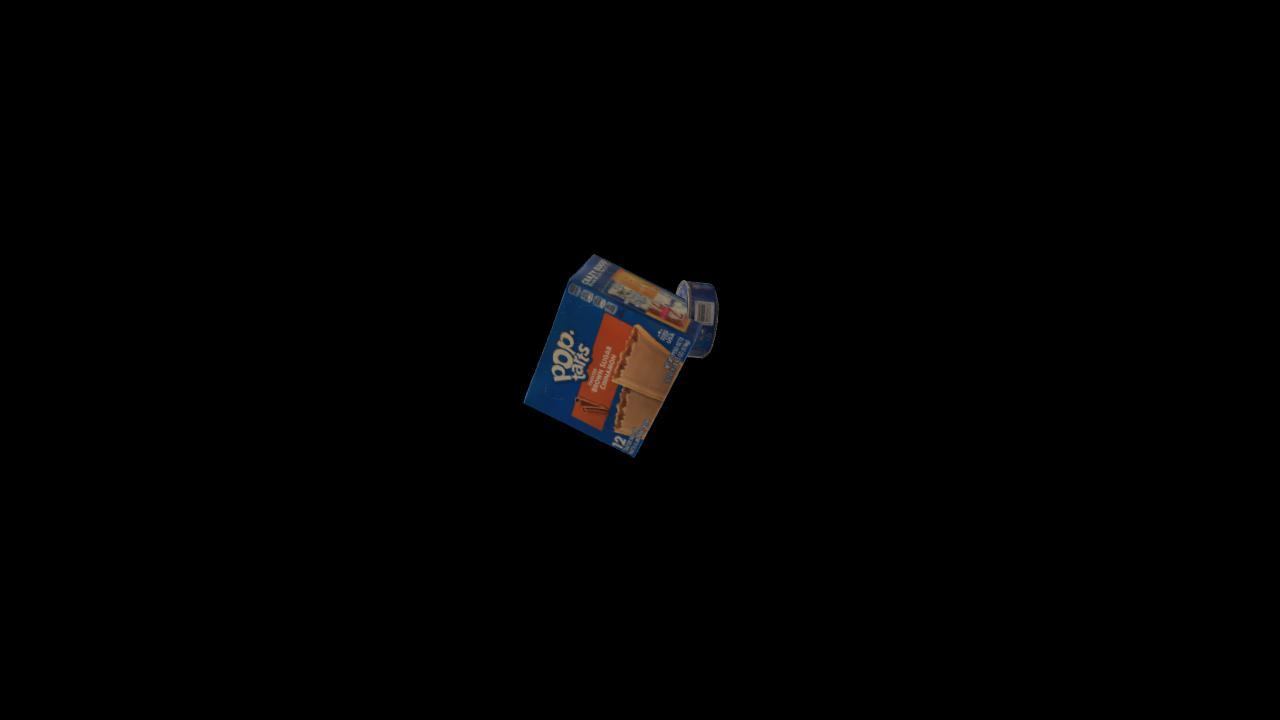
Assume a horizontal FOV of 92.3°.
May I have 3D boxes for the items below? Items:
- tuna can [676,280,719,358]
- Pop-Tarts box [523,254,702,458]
[{"bbox_3d":[0.058,-0.044,0.670,0.034,0.084,0.084,4,-1,-9],"label":"tuna can"},{"bbox_3d":[-0.028,-0.003,0.671,0.141,0.167,0.083,27,30,1],"label":"Pop-Tarts box"}]
